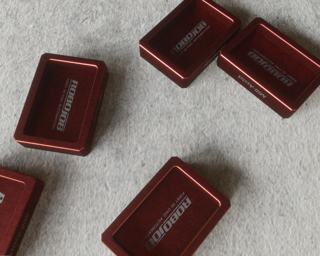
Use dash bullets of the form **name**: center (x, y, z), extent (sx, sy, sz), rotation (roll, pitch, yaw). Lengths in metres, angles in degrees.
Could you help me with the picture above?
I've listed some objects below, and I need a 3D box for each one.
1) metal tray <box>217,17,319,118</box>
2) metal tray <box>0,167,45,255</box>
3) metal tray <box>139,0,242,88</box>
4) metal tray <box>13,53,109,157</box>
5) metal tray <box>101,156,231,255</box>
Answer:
- **metal tray**: center (0.158, -0.087, 0.439), extent (0.130, 0.030, 0.090), rotation (42, 75, 13)
- **metal tray**: center (-0.206, 0.111, 0.362), extent (0.090, 0.030, 0.130), rotation (15, 70, 5)
- **metal tray**: center (0.044, -0.132, 0.454), extent (0.090, 0.030, 0.130), rotation (40, 74, 13)
- **metal tray**: center (-0.128, -0.033, 0.415), extent (0.091, 0.030, 0.130), rotation (9, 70, 3)
- **metal tray**: center (0.008, 0.110, 0.365), extent (0.090, 0.030, 0.130), rotation (40, 74, 13)
